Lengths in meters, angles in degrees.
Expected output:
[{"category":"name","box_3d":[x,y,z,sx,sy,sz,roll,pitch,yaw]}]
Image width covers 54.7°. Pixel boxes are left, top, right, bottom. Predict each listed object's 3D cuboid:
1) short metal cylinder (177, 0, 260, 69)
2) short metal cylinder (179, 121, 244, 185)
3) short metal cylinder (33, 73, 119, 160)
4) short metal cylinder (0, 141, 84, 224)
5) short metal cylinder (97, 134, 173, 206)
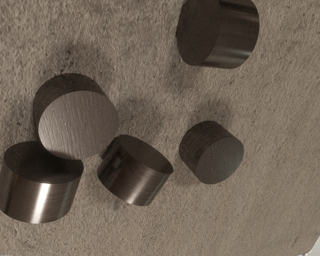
[{"category":"short metal cylinder","box_3d":[0.061,-0.107,0.340,0.050,0.080,0.079,-1,119,-28]},{"category":"short metal cylinder","box_3d":[0.075,0.036,0.456,0.081,0.050,0.079,-14,125,-21]},{"category":"short metal cylinder","box_3d":[-0.091,-0.013,0.334,0.081,0.050,0.079,-14,125,-21]},{"category":"short metal cylinder","box_3d":[-0.130,0.056,0.336,0.081,0.080,0.050,9,114,-33]},{"category":"short metal cylinder","box_3d":[-0.031,0.051,0.388,0.080,0.080,0.050,24,105,-37]}]
